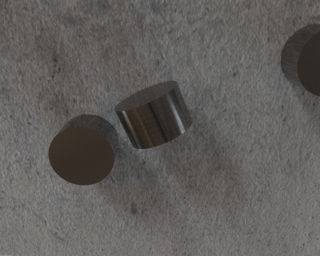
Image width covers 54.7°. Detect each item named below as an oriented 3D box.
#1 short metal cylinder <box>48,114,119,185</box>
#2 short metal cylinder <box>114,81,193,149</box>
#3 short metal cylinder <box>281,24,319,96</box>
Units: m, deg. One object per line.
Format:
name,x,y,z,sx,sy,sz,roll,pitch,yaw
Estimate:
short metal cylinder,-0.097,0.027,0.405,0.081,0.050,0.079,0,110,-1
short metal cylinder,-0.007,-0.017,0.374,0.080,0.080,0.050,-22,109,7
short metal cylinder,0.194,-0.082,0.369,0.081,0.050,0.079,0,110,-1
